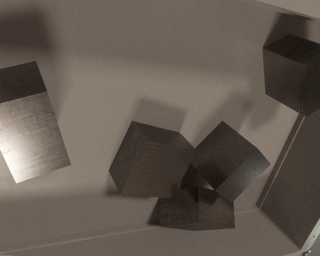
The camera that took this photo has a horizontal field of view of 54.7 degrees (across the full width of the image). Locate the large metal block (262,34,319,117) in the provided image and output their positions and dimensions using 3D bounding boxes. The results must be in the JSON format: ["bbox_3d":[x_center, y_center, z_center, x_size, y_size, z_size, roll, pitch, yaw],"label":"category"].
[{"bbox_3d":[0.194,-0.075,0.435,0.050,0.080,0.080,-28,128,-11],"label":"large metal block"}]

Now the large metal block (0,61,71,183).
[{"bbox_3d":[-0.128,-0.009,0.298,0.050,0.080,0.079,-18,126,-18],"label":"large metal block"}]

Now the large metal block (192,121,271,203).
[{"bbox_3d":[0.099,0.049,0.460,0.080,0.080,0.050,-46,130,3],"label":"large metal block"}]

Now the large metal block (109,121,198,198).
[{"bbox_3d":[-0.011,0.044,0.416,0.081,0.050,0.080,14,111,-35],"label":"large metal block"}]

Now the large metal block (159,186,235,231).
[{"bbox_3d":[0.057,0.127,0.478,0.080,0.050,0.080,21,150,-36],"label":"large metal block"}]
